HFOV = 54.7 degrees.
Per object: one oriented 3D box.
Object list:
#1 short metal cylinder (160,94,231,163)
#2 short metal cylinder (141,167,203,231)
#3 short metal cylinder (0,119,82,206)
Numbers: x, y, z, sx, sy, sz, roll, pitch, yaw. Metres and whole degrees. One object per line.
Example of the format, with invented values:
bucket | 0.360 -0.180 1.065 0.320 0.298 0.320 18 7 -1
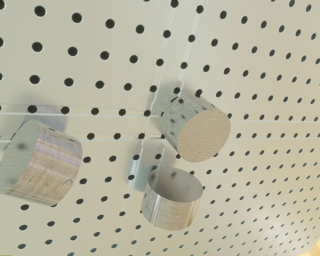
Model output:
short metal cylinder | 0.048 0.000 0.421 0.081 0.050 0.079 -14 124 -21
short metal cylinder | 0.017 0.100 0.446 0.081 0.080 0.050 -1 119 -28
short metal cylinder | -0.128 0.037 0.329 0.050 0.080 0.080 31 101 -38
